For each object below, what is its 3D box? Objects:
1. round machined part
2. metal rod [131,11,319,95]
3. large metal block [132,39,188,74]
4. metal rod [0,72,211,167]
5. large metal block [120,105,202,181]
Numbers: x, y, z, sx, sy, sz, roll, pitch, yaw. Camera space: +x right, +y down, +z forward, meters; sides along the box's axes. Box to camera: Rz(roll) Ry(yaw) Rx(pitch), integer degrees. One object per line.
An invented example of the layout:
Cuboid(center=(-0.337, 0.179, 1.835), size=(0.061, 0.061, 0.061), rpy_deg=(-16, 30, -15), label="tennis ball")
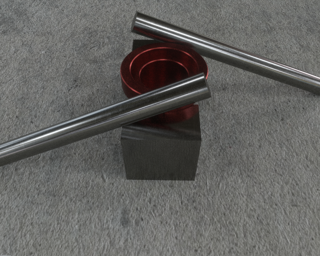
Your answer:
Cuboid(center=(0.005, -0.054, 0.363), size=(0.099, 0.042, 0.098), rpy_deg=(0, 50, 0), label="round machined part")
Cuboid(center=(0.109, -0.092, 0.414), size=(0.302, 0.025, 0.025), rpy_deg=(14, 48, -18), label="metal rod")
Cuboid(center=(0.004, -0.074, 0.431), size=(0.081, 0.080, 0.050), rpy_deg=(1, 50, 0), label="large metal block")
Cuboid(center=(-0.094, 0.003, 0.329), size=(0.301, 0.025, 0.025), rpy_deg=(-18, 49, 14), label="metal rod")
Cuboid(center=(0.001, 0.018, 0.354), size=(0.081, 0.080, 0.050), rpy_deg=(1, 50, 0), label="large metal block")
